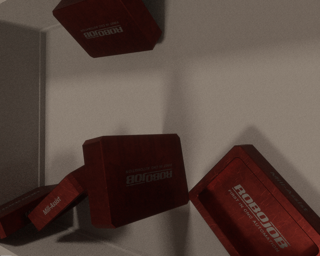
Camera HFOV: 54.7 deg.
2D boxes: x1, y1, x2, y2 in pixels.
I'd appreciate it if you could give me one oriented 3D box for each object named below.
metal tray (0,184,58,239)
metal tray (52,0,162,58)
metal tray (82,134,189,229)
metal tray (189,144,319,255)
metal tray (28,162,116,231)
[{"bbox_3d":[-0.228,0.136,0.519,0.090,0.131,0.030,-14,98,36],"label":"metal tray"},{"bbox_3d":[-0.073,-0.143,0.421,0.130,0.090,0.030,4,58,39],"label":"metal tray"},{"bbox_3d":[-0.021,0.054,0.354,0.030,0.131,0.090,-14,81,39],"label":"metal tray"},{"bbox_3d":[0.099,0.092,0.320,0.090,0.030,0.130,-52,60,27],"label":"metal tray"},{"bbox_3d":[-0.129,0.095,0.464,0.129,0.091,0.030,-42,84,31],"label":"metal tray"}]
